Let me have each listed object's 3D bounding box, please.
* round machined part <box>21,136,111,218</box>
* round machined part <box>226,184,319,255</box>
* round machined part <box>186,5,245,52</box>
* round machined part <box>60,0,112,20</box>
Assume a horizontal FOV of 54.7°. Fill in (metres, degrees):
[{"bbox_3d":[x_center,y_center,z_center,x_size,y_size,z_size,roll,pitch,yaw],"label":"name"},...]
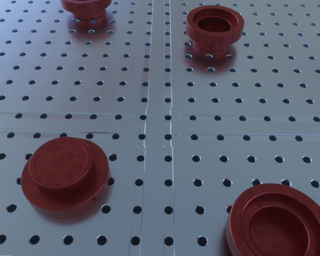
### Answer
[{"bbox_3d":[-0.108,0.049,0.354,0.099,0.042,0.098,0,50,0],"label":"round machined part"},{"bbox_3d":[0.115,0.108,0.307,0.099,0.042,0.098,0,50,0],"label":"round machined part"},{"bbox_3d":[0.094,-0.170,0.541,0.099,0.042,0.098,0,50,0],"label":"round machined part"},{"bbox_3d":[-0.142,-0.247,0.602,0.099,0.042,0.098,0,50,0],"label":"round machined part"}]
